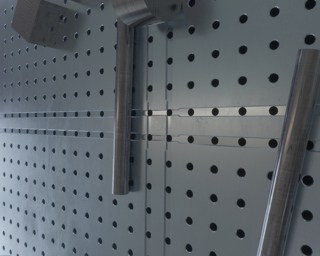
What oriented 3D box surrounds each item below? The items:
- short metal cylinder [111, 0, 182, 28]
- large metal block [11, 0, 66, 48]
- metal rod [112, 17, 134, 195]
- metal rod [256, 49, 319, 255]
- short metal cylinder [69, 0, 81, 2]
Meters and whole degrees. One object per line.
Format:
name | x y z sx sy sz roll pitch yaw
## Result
short metal cylinder | -0.016 -0.170 0.387 0.050 0.081 0.079 3 92 40
large metal block | -0.230 -0.208 0.584 0.080 0.050 0.079 40 114 33
metal rod | -0.053 -0.053 0.453 0.025 0.025 0.298 3 92 40
metal rod | 0.120 0.074 0.309 0.025 0.025 0.298 15 99 39
short metal cylinder | -0.158 -0.262 0.524 0.080 0.050 0.080 0 90 40
